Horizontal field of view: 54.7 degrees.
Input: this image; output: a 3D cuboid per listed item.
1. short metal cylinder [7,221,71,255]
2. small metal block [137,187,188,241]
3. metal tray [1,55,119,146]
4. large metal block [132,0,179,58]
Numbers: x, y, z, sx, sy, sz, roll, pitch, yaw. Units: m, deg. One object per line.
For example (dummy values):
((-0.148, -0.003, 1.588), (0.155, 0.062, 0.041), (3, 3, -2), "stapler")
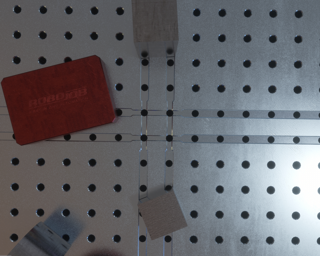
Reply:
((-0.157, 0.165, 0.385), (0.050, 0.080, 0.080), (39, 90, 0), "short metal cylinder")
((0.003, 0.113, 0.413), (0.050, 0.025, 0.050), (-22, 90, 0), "small metal block")
((-0.130, -0.036, 0.410), (0.131, 0.030, 0.090), (-14, 90, 0), "metal tray")
((-0.006, -0.137, 0.386), (0.050, 0.080, 0.080), (-3, 90, 0), "large metal block")
